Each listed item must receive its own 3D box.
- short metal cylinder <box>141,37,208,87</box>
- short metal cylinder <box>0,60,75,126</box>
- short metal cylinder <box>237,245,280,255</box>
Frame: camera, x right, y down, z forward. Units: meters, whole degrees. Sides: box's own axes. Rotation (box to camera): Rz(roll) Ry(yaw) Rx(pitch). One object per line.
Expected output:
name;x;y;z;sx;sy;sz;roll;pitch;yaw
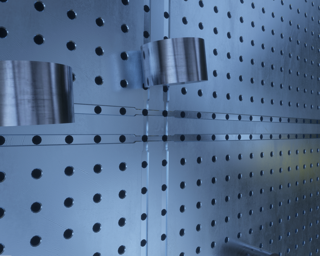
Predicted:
short metal cylinder;0.018;-0.080;0.390;0.081;0.080;0.050;-11;97;-40
short metal cylinder;-0.119;-0.028;0.275;0.081;0.080;0.050;-4;93;-40
short metal cylinder;0.172;0.252;0.541;0.081;0.050;0.079;0;90;-40
